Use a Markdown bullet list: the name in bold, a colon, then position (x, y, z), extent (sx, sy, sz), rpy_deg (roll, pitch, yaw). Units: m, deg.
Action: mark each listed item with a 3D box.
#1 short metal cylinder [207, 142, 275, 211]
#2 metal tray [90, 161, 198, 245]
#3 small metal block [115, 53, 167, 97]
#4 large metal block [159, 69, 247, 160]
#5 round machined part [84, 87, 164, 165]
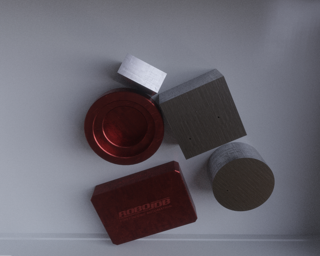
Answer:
- **short metal cylinder**: position (0.108, 0.066, 0.424), extent (0.081, 0.050, 0.079), rpy_deg (0, 110, -1)
- **metal tray**: position (-0.022, 0.110, 0.449), extent (0.131, 0.030, 0.090), rpy_deg (-19, 109, 6)
- **small metal block**: position (-0.024, -0.061, 0.372), extent (0.050, 0.050, 0.025), rpy_deg (26, 84, -10)
- **large metal block**: position (0.052, -0.018, 0.392), extent (0.080, 0.050, 0.080), rpy_deg (-23, 109, 8)
- **round machined part**: position (-0.044, -0.005, 0.400), extent (0.099, 0.042, 0.097), rpy_deg (0, 110, -1)
